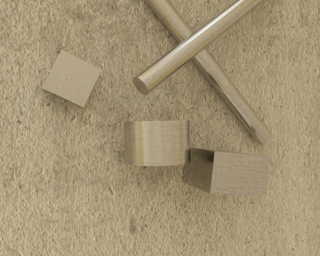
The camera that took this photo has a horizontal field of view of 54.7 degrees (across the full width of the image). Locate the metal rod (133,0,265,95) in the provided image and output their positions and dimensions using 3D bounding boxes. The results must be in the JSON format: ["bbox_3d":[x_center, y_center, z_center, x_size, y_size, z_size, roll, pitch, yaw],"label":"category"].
[{"bbox_3d":[0.080,-0.139,0.418,0.301,0.025,0.025,-42,104,-24],"label":"metal rod"}]

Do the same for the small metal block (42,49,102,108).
[{"bbox_3d":[-0.106,-0.057,0.370,0.050,0.025,0.050,26,81,-19],"label":"small metal block"}]

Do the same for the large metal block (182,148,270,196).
[{"bbox_3d":[0.085,0.056,0.413,0.081,0.080,0.050,7,88,-20],"label":"large metal block"}]

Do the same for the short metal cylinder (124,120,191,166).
[{"bbox_3d":[-0.003,0.016,0.380,0.081,0.080,0.050,-1,91,-20],"label":"short metal cylinder"}]

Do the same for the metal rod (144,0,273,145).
[{"bbox_3d":[0.063,-0.092,0.433,0.025,0.025,0.300,-45,104,-15],"label":"metal rod"}]
